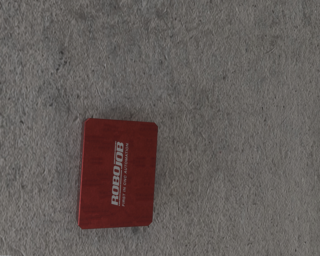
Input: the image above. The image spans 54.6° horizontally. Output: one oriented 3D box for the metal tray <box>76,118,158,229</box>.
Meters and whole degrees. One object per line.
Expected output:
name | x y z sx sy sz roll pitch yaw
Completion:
metal tray | -0.053 0.055 0.387 0.091 0.030 0.129 4 89 -20
